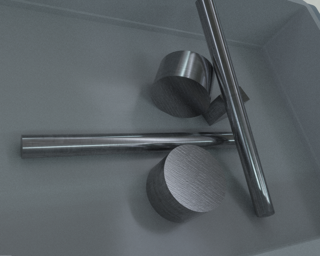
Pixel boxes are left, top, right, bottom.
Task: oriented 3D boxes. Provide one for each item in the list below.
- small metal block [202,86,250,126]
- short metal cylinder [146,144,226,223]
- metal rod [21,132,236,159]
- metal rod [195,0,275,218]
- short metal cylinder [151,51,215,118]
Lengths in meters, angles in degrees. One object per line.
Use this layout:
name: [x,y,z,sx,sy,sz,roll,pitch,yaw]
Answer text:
small metal block: [0.097,-0.033,0.464,0.050,0.050,0.025,-24,76,-37]
short metal cylinder: [0.030,0.066,0.367,0.081,0.050,0.080,14,56,-21]
metal rod: [-0.009,0.018,0.390,0.303,0.025,0.025,0,62,-29]
metal rod: [0.101,-0.028,0.415,0.025,0.025,0.298,-16,90,-35]
short metal cylinder: [0.032,-0.058,0.425,0.080,0.080,0.050,26,53,-13]
